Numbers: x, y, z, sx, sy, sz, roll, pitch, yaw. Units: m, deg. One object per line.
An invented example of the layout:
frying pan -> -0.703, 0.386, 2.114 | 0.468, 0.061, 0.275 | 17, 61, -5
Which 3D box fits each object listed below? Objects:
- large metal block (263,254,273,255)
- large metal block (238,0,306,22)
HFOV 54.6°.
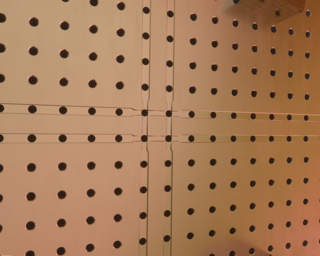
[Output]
large metal block -> 0.152, 0.230, 0.439 | 0.081, 0.080, 0.050 | -10, 94, -20
large metal block -> 0.173, -0.218, 0.462 | 0.080, 0.050, 0.080 | 17, 84, -19
